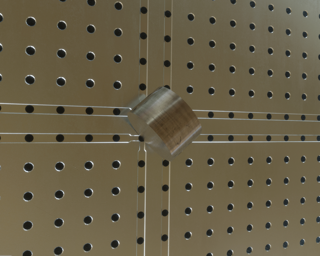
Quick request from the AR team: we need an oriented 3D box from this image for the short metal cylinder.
[{"bbox_3d":[0.005,-0.005,0.386,0.050,0.080,0.080,-42,104,-15],"label":"short metal cylinder"}]
